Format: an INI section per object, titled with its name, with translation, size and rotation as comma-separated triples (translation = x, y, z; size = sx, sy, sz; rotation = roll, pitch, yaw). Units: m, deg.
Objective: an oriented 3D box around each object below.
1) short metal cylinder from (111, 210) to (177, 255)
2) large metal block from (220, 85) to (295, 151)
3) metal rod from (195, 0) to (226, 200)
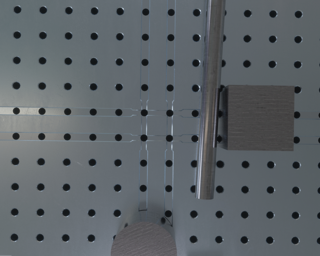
[short metal cylinder]
translation = -0.019, 0.153, 0.401
size = 0.081, 0.050, 0.080
rotation = 0, 90, 0
[large metal block]
translation = 0.123, -0.012, 0.402
size = 0.081, 0.050, 0.080
rotation = 1, 90, 0
[metal rod]
translation = 0.068, -0.056, 0.413
size = 0.025, 0.025, 0.298
rotation = 3, 90, 0
